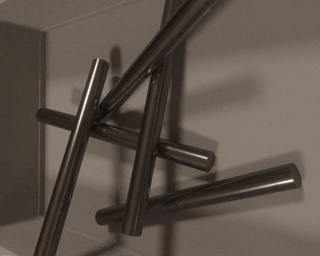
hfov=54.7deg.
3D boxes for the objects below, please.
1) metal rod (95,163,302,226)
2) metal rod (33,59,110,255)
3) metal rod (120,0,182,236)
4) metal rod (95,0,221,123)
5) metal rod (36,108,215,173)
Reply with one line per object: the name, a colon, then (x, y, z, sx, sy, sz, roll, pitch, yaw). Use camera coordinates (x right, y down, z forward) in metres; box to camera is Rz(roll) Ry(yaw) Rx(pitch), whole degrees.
metal rod: (0.021, 0.092, 0.388, 0.299, 0.025, 0.025, -23, 76, 37)
metal rod: (-0.117, 0.043, 0.413, 0.025, 0.025, 0.299, -3, 67, 39)
metal rod: (-0.006, -0.023, 0.376, 0.025, 0.025, 0.298, 7, 84, 39)
metal rod: (-0.029, -0.065, 0.380, 0.299, 0.025, 0.025, -37, 67, 49)
metal rod: (-0.068, 0.009, 0.434, 0.300, 0.025, 0.025, 14, 99, 31)
